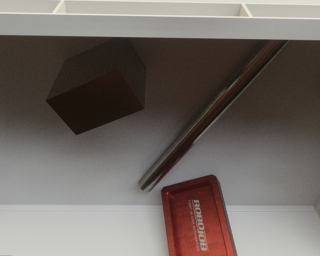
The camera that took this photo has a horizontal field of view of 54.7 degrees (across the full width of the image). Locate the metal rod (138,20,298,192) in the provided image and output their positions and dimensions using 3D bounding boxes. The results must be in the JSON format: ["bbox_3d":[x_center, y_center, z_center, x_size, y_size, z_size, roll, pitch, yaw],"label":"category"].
[{"bbox_3d":[0.055,-0.008,0.403,0.025,0.025,0.298,25,126,-20],"label":"metal rod"}]

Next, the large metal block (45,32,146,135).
[{"bbox_3d":[-0.063,-0.048,0.331,0.080,0.080,0.050,-20,128,16],"label":"large metal block"}]

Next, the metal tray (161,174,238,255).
[{"bbox_3d":[0.056,0.143,0.461,0.090,0.130,0.030,-17,146,13],"label":"metal tray"}]
